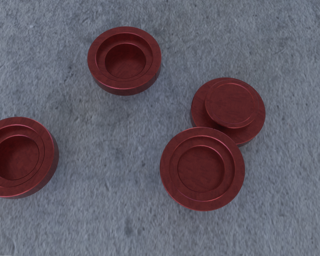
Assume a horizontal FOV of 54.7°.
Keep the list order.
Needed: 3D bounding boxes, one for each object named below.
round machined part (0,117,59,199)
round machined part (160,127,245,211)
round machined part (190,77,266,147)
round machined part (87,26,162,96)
[{"bbox_3d":[-0.174,0.039,0.383,0.099,0.042,0.098,0,70,-1],"label":"round machined part"},{"bbox_3d":[0.049,0.051,0.378,0.099,0.042,0.098,0,76,1],"label":"round machined part"},{"bbox_3d":[0.091,-0.025,0.409,0.099,0.042,0.098,0,70,-1],"label":"round machined part"},{"bbox_3d":[-0.047,-0.088,0.431,0.099,0.042,0.098,0,70,-1],"label":"round machined part"}]
